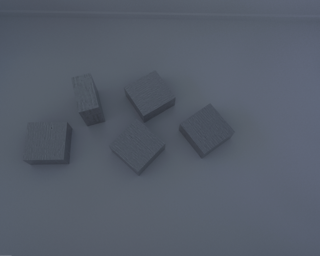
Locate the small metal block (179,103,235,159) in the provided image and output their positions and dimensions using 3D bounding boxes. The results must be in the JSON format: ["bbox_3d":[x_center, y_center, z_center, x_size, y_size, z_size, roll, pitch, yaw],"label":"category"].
[{"bbox_3d":[0.061,0.004,0.409,0.050,0.025,0.050,-34,74,-12],"label":"small metal block"}]

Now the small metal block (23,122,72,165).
[{"bbox_3d":[-0.144,0.020,0.401,0.050,0.025,0.050,-1,70,-1],"label":"small metal block"}]

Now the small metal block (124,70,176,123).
[{"bbox_3d":[-0.014,-0.043,0.425,0.050,0.025,0.050,-31,73,-11],"label":"small metal block"}]

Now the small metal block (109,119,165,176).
[{"bbox_3d":[-0.029,0.025,0.400,0.050,0.025,0.050,41,75,13],"label":"small metal block"}]

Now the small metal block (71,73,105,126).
[{"bbox_3d":[-0.094,-0.036,0.409,0.025,0.050,0.050,-15,71,-6],"label":"small metal block"}]
